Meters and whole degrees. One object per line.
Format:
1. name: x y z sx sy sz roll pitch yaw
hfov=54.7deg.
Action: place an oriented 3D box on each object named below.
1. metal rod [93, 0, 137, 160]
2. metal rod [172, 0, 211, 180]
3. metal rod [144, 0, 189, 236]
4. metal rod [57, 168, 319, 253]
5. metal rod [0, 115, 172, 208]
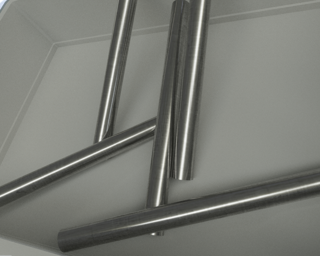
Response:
1. metal rod: -0.055 -0.105 0.416 0.025 0.025 0.298 14 95 33
2. metal rod: 0.041 -0.090 0.360 0.025 0.025 0.298 6 90 31
3. metal rod: 0.010 -0.026 0.382 0.025 0.025 0.299 -1 71 27
4. metal rod: 0.039 0.082 0.310 0.301 0.025 0.025 -16 55 10
5. metal rod: -0.117 0.049 0.399 0.301 0.025 0.025 -24 52 -2
